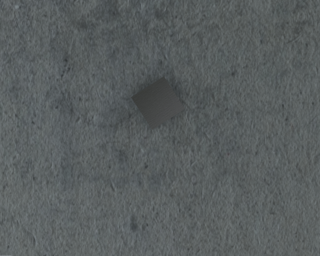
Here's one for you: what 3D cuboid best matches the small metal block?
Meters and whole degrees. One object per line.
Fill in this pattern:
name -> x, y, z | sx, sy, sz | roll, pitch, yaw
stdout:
small metal block -> -0.002, -0.032, 0.410 | 0.050, 0.025, 0.050 | -33, 90, 0
